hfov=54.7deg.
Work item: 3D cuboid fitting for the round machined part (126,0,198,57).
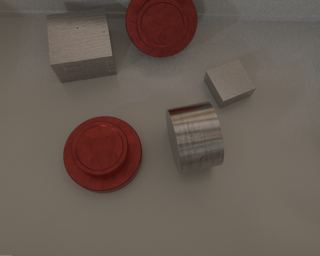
[{"bbox_3d":[0.003,-0.144,0.423,0.099,0.097,0.042,-3,28,-2],"label":"round machined part"}]

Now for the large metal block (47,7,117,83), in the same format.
[{"bbox_3d":[-0.109,-0.116,0.437,0.081,0.050,0.080,-10,70,-4],"label":"large metal block"}]

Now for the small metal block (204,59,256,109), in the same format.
[{"bbox_3d":[0.097,-0.062,0.434,0.050,0.025,0.050,-22,72,-8],"label":"small metal block"}]

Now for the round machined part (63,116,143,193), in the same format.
[{"bbox_3d":[-0.072,0.030,0.389,0.099,0.042,0.098,0,70,-1],"label":"round machined part"}]

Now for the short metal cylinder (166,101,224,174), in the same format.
[{"bbox_3d":[0.040,0.011,0.377,0.050,0.080,0.080,-11,71,-4],"label":"short metal cylinder"}]
